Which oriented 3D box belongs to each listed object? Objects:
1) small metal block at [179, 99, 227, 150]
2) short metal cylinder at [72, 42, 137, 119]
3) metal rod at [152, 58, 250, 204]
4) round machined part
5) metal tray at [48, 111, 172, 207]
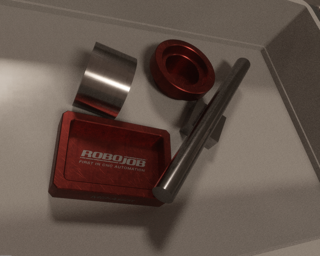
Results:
[{"bbox_3d":[0.062,-0.005,0.445,0.050,0.025,0.050,33,51,-7],"label":"small metal block"},{"bbox_3d":[-0.066,-0.055,0.370,0.050,0.080,0.080,20,54,-17],"label":"short metal cylinder"},{"bbox_3d":[0.072,-0.019,0.424,0.025,0.025,0.301,39,48,-2],"label":"metal rod"},{"bbox_3d":[0.029,-0.081,0.461,0.099,0.042,0.098,14,56,-21],"label":"round machined part"},{"bbox_3d":[-0.051,0.037,0.353,0.131,0.030,0.090,11,57,-22],"label":"metal tray"}]
